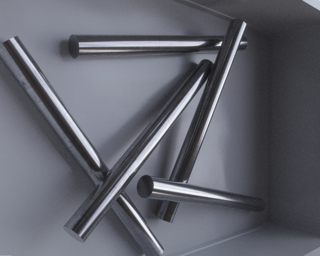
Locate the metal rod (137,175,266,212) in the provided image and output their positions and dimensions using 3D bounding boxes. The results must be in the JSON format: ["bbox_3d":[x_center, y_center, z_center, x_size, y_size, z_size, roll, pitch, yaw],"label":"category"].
[{"bbox_3d":[0.081,0.101,0.446,0.302,0.025,0.025,21,77,-47],"label":"metal rod"}]

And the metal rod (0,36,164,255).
[{"bbox_3d":[-0.074,0.041,0.343,0.025,0.025,0.299,-44,117,-31],"label":"metal rod"}]

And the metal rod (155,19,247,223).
[{"bbox_3d":[0.060,-0.016,0.434,0.025,0.025,0.299,29,79,-37],"label":"metal rod"}]

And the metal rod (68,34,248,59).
[{"bbox_3d":[0.022,-0.114,0.424,0.302,0.025,0.025,-14,99,-39],"label":"metal rod"}]

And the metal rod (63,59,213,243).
[{"bbox_3d":[-0.005,0.004,0.379,0.301,0.025,0.025,-52,121,-35],"label":"metal rod"}]
